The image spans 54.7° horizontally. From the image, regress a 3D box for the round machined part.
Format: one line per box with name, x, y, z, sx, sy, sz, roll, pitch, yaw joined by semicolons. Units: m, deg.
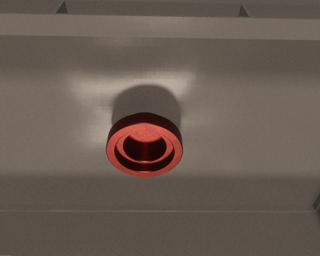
round machined part;-0.020;0.018;0.413;0.099;0.042;0.097;-1;130;0
